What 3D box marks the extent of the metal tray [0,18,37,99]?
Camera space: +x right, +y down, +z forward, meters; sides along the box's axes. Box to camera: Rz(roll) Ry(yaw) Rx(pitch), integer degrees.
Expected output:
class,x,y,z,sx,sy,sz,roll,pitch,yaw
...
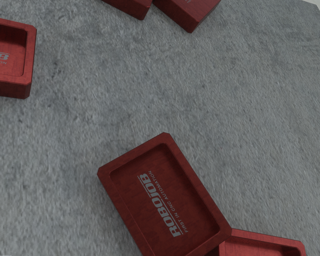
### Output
class,x,y,z,sx,sy,sz,roll,pitch,yaw
metal tray,-0.209,-0.085,0.339,0.131,0.030,0.090,7,59,-25

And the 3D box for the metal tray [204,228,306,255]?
class,x,y,z,sx,sy,sz,roll,pitch,yaw
metal tray,0.115,0.172,0.359,0.131,0.030,0.090,16,55,-19

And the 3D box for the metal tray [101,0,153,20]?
class,x,y,z,sx,sy,sz,roll,pitch,yaw
metal tray,-0.051,-0.251,0.528,0.090,0.030,0.130,23,53,-14

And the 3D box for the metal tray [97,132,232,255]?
class,x,y,z,sx,sy,sz,roll,pitch,yaw
metal tray,0.003,0.081,0.333,0.091,0.030,0.130,-29,76,-16

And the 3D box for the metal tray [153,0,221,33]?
class,x,y,z,sx,sy,sz,roll,pitch,yaw
metal tray,0.056,-0.241,0.580,0.090,0.030,0.131,39,51,-2
